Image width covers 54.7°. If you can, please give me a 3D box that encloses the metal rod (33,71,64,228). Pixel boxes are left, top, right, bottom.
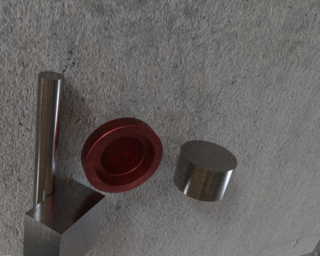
[{"bbox_3d":[-0.141,0.078,0.377,0.025,0.025,0.298,-1,119,-28],"label":"metal rod"}]

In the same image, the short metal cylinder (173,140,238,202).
[{"bbox_3d":[0.064,0.059,0.443,0.081,0.080,0.050,-2,119,-28],"label":"short metal cylinder"}]

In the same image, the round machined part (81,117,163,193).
[{"bbox_3d":[-0.050,0.030,0.387,0.099,0.042,0.097,-14,124,-21],"label":"round machined part"}]

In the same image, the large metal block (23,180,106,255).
[{"bbox_3d":[-0.116,0.124,0.379,0.080,0.050,0.079,-37,145,-58],"label":"large metal block"}]
